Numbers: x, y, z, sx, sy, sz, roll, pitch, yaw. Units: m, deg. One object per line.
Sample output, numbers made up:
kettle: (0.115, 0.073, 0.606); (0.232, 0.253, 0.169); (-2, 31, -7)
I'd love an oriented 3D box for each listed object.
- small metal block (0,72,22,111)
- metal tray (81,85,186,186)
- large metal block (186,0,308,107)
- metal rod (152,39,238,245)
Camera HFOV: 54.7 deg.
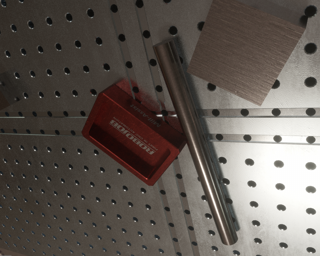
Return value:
small metal block: (-0.266, -0.058, 0.513); (0.050, 0.025, 0.050); (-16, 110, 34)
metal tray: (-0.039, 0.013, 0.434); (0.130, 0.030, 0.089); (37, 129, 3)
large metal block: (0.083, -0.080, 0.301); (0.080, 0.050, 0.079); (27, 128, 10)
metal rod: (0.053, 0.034, 0.403); (0.025, 0.025, 0.298); (-7, 115, 31)
